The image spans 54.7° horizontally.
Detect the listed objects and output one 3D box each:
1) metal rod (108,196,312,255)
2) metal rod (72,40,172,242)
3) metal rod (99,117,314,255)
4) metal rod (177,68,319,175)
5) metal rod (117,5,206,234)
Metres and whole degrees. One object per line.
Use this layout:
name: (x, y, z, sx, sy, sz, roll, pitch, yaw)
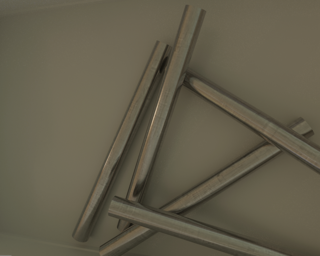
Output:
metal rod: (0.086, 0.132, 0.353, 0.301, 0.025, 0.025, 15, 95, 9)
metal rod: (-0.055, 0.024, 0.429, 0.025, 0.025, 0.298, 27, 99, 18)
metal rod: (0.047, 0.083, 0.382, 0.300, 0.025, 0.025, -35, 79, 12)
metal rod: (0.122, 0.003, 0.340, 0.300, 0.025, 0.025, 37, 102, 26)
metal rod: (-0.003, 0.001, 0.391, 0.025, 0.025, 0.298, 23, 105, 18)
